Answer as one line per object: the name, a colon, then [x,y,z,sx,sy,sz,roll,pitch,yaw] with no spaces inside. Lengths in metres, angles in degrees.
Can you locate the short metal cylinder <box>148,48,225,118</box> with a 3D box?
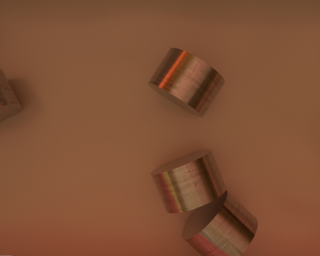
short metal cylinder: [0.032,-0.055,0.384,0.080,0.080,0.050,32,90,-1]

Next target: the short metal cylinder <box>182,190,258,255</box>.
short metal cylinder: [0.073,0.123,0.385,0.050,0.080,0.080,44,90,-1]

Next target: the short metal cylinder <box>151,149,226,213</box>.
short metal cylinder: [0.035,0.064,0.385,0.080,0.080,0.050,-22,90,0]

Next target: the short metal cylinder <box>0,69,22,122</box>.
short metal cylinder: [-0.222,-0.033,0.381,0.080,0.080,0.050,-27,90,0]
